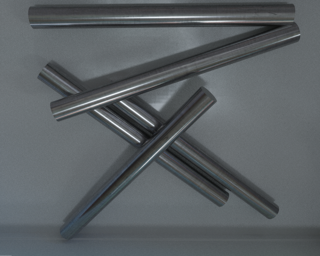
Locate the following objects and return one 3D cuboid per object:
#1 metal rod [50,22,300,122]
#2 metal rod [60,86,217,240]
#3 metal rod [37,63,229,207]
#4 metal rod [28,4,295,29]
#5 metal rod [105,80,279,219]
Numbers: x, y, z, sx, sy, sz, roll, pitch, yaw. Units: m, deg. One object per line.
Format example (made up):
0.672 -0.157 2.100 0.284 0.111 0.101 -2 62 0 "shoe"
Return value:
0.018 -0.067 0.369 0.302 0.025 0.025 -19 109 0 "metal rod"
-0.042 0.059 0.410 0.025 0.025 0.299 39 113 -14 "metal rod"
-0.026 0.016 0.416 0.301 0.025 0.025 37 106 -13 "metal rod"
0.003 -0.131 0.362 0.302 0.025 0.025 -1 110 -1 "metal rod"
0.049 0.037 0.425 0.301 0.025 0.025 37 106 -13 "metal rod"
